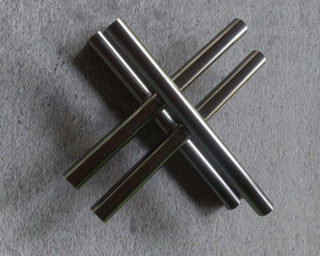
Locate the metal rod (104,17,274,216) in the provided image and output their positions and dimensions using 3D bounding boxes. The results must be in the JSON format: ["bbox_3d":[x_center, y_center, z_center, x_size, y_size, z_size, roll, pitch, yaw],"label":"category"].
[{"bbox_3d":[0.043,-0.003,0.374,0.025,0.025,0.300,-45,104,-15],"label":"metal rod"}]

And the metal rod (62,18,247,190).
[{"bbox_3d":[0.005,-0.040,0.386,0.301,0.025,0.025,-44,104,-15],"label":"metal rod"}]

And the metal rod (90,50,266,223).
[{"bbox_3d":[0.033,0.001,0.397,0.301,0.025,0.025,-44,104,-15],"label":"metal rod"}]

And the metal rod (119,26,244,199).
[{"bbox_3d":[0.033,-0.015,0.423,0.025,0.025,0.300,-44,104,-15],"label":"metal rod"}]

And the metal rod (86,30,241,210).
[{"bbox_3d":[0.013,-0.001,0.416,0.025,0.025,0.300,-44,104,-15],"label":"metal rod"}]
